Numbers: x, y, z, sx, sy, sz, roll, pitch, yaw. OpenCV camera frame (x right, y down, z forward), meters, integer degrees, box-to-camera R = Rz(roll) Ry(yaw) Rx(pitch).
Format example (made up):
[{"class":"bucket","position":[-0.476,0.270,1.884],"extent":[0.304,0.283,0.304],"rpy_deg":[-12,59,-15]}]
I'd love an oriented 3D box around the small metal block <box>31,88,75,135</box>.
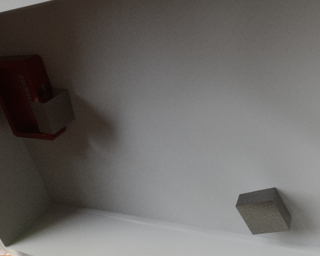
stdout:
[{"class":"small metal block","position":[-0.156,-0.026,0.456],"extent":[0.025,0.050,0.050],"rpy_deg":[9,122,23]}]

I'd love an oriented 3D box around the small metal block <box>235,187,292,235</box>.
[{"class":"small metal block","position":[0.135,0.109,0.404],"extent":[0.050,0.025,0.050],"rpy_deg":[-22,107,36]}]

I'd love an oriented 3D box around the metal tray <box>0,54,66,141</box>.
[{"class":"metal tray","position":[-0.209,-0.046,0.484],"extent":[0.090,0.030,0.129],"rpy_deg":[4,120,26]}]
